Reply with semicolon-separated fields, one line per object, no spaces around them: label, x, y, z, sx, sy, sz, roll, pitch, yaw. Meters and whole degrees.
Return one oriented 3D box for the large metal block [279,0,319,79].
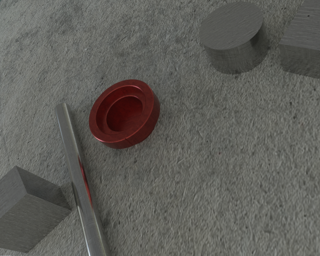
large metal block;0.193;-0.102;0.349;0.080;0.050;0.080;24;74;36

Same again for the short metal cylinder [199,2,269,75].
short metal cylinder;0.098;-0.118;0.408;0.080;0.050;0.080;-13;56;20

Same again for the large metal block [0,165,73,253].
large metal block;-0.176;0.106;0.394;0.080;0.080;0.050;-43;51;-2

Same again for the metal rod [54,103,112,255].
metal rod;-0.104;0.074;0.411;0.025;0.025;0.300;-33;52;7

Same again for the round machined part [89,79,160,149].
round machined part;-0.044;-0.015;0.424;0.098;0.042;0.098;-13;56;20
